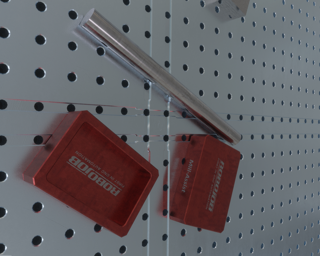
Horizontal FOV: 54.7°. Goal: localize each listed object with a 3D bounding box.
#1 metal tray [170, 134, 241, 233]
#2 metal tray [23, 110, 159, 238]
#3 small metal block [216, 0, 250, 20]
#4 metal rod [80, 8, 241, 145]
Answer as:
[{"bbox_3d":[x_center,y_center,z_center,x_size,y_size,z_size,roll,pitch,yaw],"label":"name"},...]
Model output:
[{"bbox_3d":[0.072,0.084,0.467,0.090,0.030,0.130,27,73,-37],"label":"metal tray"},{"bbox_3d":[-0.069,0.053,0.348,0.130,0.030,0.090,44,64,-31],"label":"metal tray"},{"bbox_3d":[0.123,-0.218,0.512,0.050,0.025,0.050,28,73,-37],"label":"small metal block"},{"bbox_3d":[0.022,-0.052,0.427,0.301,0.025,0.025,34,69,-35],"label":"metal rod"}]
